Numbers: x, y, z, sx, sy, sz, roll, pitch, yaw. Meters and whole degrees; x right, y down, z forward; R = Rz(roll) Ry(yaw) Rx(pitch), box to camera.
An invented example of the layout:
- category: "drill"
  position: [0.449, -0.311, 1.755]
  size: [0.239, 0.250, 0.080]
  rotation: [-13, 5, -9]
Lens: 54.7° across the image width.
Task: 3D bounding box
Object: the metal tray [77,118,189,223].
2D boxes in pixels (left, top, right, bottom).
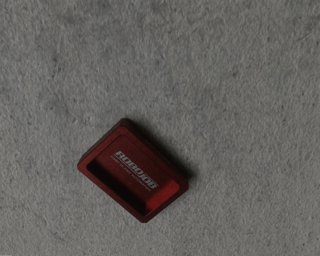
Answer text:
- category: "metal tray"
  position: [-0.035, 0.061, 0.429]
  size: [0.090, 0.030, 0.130]
  rotation: [-42, 105, 13]
